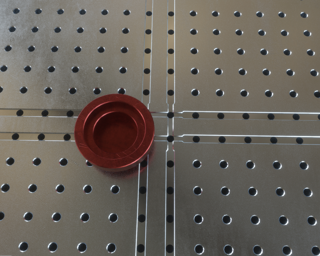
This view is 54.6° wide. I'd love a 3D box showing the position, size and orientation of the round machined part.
[{"bbox_3d":[-0.056,0.008,0.399,0.099,0.042,0.098,0,70,0],"label":"round machined part"}]
